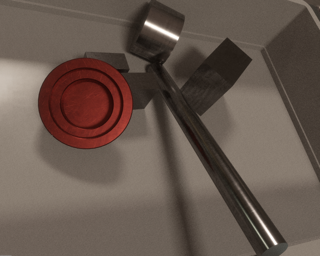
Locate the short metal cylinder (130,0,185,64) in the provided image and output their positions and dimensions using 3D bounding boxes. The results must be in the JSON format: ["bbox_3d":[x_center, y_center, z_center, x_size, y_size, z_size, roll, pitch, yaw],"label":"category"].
[{"bbox_3d":[-0.005,-0.139,0.454,0.050,0.080,0.080,22,54,-16],"label":"short metal cylinder"}]

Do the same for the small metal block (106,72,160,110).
[{"bbox_3d":[-0.037,-0.046,0.399,0.050,0.050,0.025,-7,66,-32],"label":"small metal block"}]

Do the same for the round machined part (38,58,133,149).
[{"bbox_3d":[-0.082,-0.026,0.349,0.099,0.042,0.097,0,90,-11],"label":"round machined part"}]

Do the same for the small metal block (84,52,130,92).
[{"bbox_3d":[-0.073,-0.070,0.394,0.050,0.050,0.025,-5,65,-31],"label":"small metal block"}]

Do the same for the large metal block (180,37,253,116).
[{"bbox_3d":[0.080,-0.076,0.462,0.050,0.080,0.080,42,51,0],"label":"large metal block"}]

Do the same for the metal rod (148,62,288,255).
[{"bbox_3d":[0.041,0.005,0.350,0.025,0.025,0.300,4,36,-27],"label":"metal rod"}]
